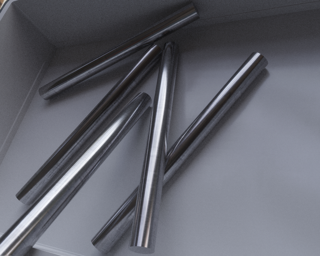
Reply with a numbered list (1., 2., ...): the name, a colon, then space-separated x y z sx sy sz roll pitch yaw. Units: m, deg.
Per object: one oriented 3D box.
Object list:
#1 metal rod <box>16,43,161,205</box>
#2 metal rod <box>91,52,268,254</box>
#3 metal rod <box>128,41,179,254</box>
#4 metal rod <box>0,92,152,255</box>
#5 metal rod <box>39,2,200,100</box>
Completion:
1. metal rod: -0.100 -0.010 0.464 0.300 0.025 0.025 -49 51 -7
2. metal rod: 0.028 0.025 0.375 0.300 0.025 0.025 -49 51 -7
3. metal rod: 0.000 -0.003 0.382 0.025 0.025 0.300 -10 49 23
4. metal rod: -0.080 0.040 0.332 0.025 0.025 0.301 -2 32 27
5. metal rod: -0.077 -0.116 0.500 0.300 0.025 0.025 -23 53 20
